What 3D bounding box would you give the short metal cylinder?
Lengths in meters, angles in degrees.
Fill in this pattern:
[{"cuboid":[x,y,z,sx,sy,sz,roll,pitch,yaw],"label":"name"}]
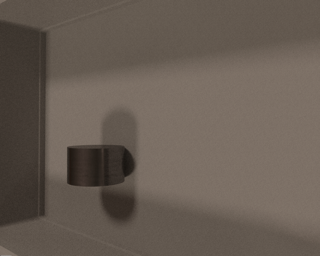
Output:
[{"cuboid":[-0.091,0.051,0.444,0.080,0.081,0.050,0,90,39],"label":"short metal cylinder"}]
